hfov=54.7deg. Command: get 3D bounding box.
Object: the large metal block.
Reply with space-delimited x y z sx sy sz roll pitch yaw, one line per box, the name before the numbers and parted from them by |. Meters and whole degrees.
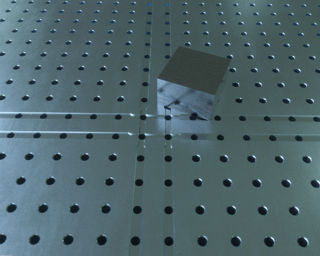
large metal block | 0.049 -0.066 0.448 0.080 0.050 0.080 18 52 14
